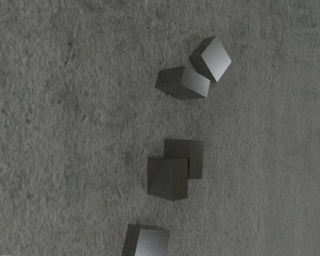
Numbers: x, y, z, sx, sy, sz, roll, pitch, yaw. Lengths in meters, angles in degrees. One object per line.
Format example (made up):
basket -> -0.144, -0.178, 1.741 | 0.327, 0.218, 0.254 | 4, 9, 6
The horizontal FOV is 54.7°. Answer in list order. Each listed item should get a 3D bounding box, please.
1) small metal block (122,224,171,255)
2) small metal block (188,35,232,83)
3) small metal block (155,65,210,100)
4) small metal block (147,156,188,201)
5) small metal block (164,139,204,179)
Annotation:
small metal block -> -0.018, 0.151, 0.392 | 0.050, 0.025, 0.050 | 19, 78, -39
small metal block -> 0.077, -0.104, 0.472 | 0.050, 0.025, 0.050 | 52, 59, -28
small metal block -> 0.030, -0.059, 0.416 | 0.050, 0.050, 0.025 | 21, 77, -39
small metal block -> 0.009, 0.063, 0.398 | 0.025, 0.050, 0.050 | 0, 90, -40
small metal block -> 0.031, 0.041, 0.416 | 0.025, 0.050, 0.050 | 6, 87, -40
